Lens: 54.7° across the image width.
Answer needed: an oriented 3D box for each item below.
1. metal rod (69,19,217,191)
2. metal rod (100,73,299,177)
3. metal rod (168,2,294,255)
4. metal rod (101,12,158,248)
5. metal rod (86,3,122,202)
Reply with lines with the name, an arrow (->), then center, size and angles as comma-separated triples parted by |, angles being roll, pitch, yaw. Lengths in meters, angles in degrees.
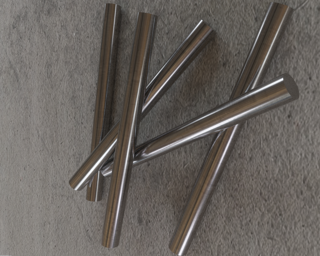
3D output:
metal rod -> -0.035, -0.016, 0.416 | 0.299, 0.025, 0.025 | -48, 62, 23
metal rod -> 0.016, 0.014, 0.368 | 0.299, 0.025, 0.025 | -27, 73, 44
metal rod -> 0.071, 0.015, 0.346 | 0.025, 0.025, 0.298 | 31, 109, 35
metal rod -> -0.041, 0.011, 0.391 | 0.025, 0.025, 0.298 | 19, 103, 38
metal rod -> -0.087, -0.035, 0.477 | 0.025, 0.025, 0.298 | 11, 97, 39
